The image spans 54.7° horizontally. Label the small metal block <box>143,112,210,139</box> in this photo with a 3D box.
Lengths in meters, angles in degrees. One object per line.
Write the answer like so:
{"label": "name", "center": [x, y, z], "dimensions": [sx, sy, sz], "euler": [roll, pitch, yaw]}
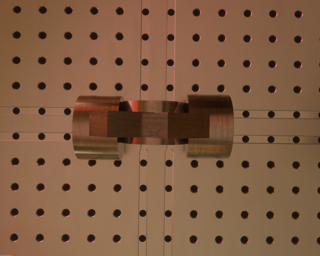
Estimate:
{"label": "small metal block", "center": [0.016, -0.002, 0.324], "dimensions": [0.050, 0.050, 0.025], "euler": [1, 90, -31]}

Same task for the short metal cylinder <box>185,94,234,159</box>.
{"label": "short metal cylinder", "center": [0.058, -0.002, 0.385], "dimensions": [0.050, 0.080, 0.079], "euler": [1, 90, 1]}

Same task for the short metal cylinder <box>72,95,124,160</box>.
{"label": "short metal cylinder", "center": [-0.073, 0.000, 0.385], "dimensions": [0.050, 0.080, 0.079], "euler": [1, 90, 0]}

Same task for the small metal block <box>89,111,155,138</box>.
{"label": "small metal block", "center": [-0.040, -0.004, 0.319], "dimensions": [0.050, 0.050, 0.025], "euler": [1, 90, -32]}

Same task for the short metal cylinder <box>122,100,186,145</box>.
{"label": "short metal cylinder", "center": [-0.007, -0.006, 0.385], "dimensions": [0.081, 0.080, 0.050], "euler": [1, 90, 0]}
